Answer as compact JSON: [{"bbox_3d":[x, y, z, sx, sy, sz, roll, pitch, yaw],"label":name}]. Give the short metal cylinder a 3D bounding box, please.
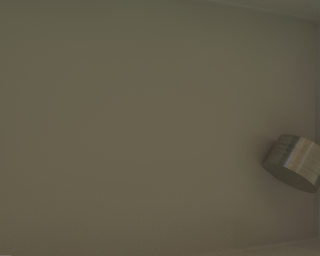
[{"bbox_3d":[0.201,0.052,0.455,0.080,0.080,0.050,37,78,-16],"label":"short metal cylinder"}]
